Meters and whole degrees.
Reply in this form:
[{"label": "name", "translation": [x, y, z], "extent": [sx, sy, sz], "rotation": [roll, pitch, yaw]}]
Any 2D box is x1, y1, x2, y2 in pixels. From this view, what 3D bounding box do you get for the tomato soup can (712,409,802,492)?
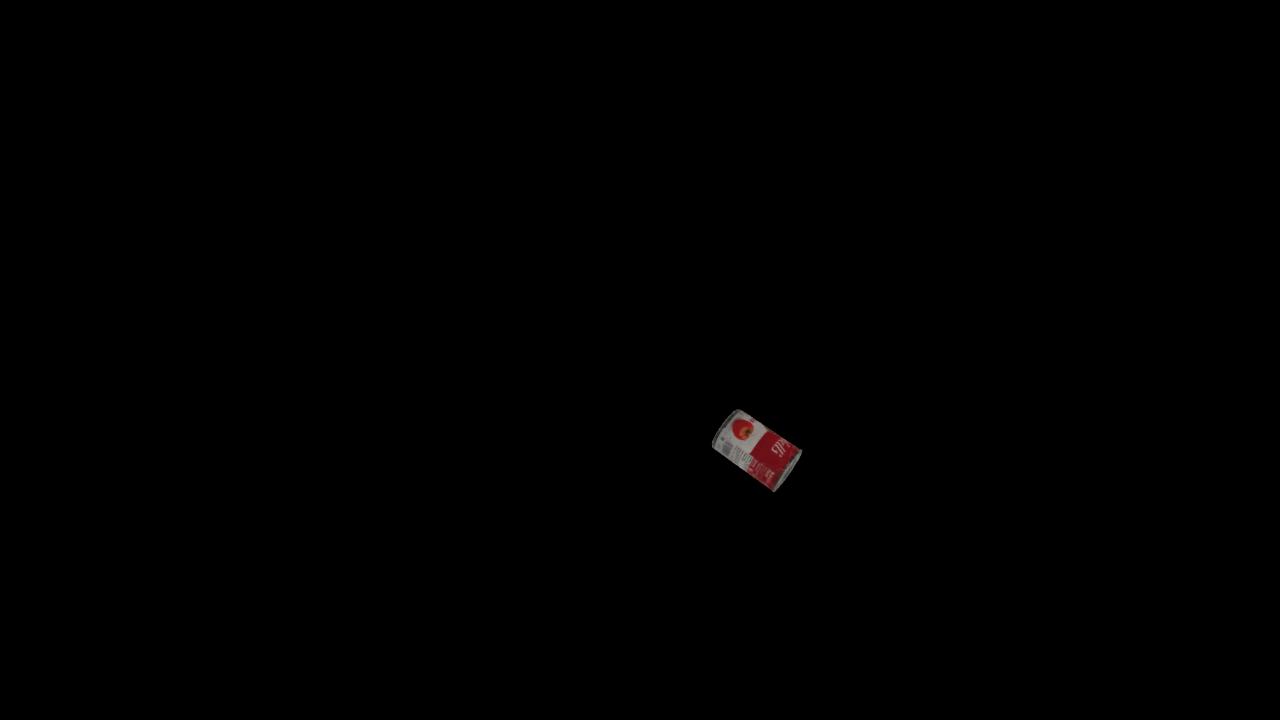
[{"label": "tomato soup can", "translation": [0.155, 0.119, 0.822], "extent": [0.101, 0.068, 0.068], "rotation": [34, 15, 23]}]
